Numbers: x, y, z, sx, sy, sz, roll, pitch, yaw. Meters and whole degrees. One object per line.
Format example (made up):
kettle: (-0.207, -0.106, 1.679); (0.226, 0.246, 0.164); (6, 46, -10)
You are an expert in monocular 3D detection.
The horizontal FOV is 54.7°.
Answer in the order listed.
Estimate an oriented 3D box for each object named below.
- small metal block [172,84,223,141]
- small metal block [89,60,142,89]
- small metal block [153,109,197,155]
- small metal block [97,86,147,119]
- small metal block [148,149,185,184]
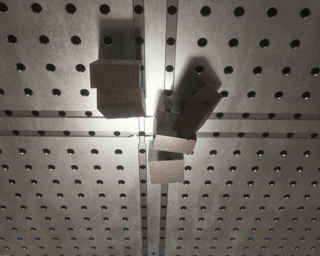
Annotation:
small metal block: (0.046, -0.019, 0.376); (0.025, 0.050, 0.050); (37, 127, 10)
small metal block: (-0.047, -0.060, 0.340); (0.050, 0.050, 0.025); (1, 108, -1)
small metal block: (0.018, 0.005, 0.400); (0.050, 0.050, 0.025); (8, 130, -8)
small metal block: (-0.044, -0.030, 0.369); (0.050, 0.025, 0.050); (-4, 168, 2)
small metal block: (0.010, 0.057, 0.460); (0.050, 0.025, 0.050); (-3, 130, 2)
